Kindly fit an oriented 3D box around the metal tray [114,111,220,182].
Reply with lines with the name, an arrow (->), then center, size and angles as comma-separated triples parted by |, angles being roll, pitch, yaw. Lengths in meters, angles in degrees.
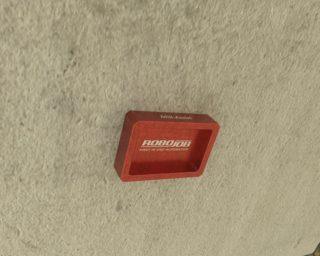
metal tray -> 0.010, 0.025, 0.423 | 0.131, 0.030, 0.089 | 1, 118, -29
